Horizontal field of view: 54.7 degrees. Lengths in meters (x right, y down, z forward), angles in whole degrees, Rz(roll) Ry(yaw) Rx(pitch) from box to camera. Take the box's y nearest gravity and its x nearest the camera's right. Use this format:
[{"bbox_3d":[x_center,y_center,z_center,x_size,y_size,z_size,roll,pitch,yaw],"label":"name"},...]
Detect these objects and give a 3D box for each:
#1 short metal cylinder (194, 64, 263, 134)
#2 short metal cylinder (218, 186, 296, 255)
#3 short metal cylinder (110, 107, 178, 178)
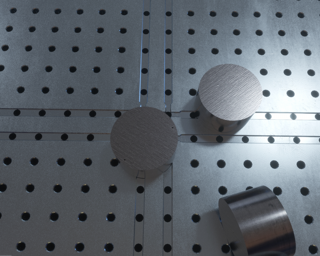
[{"bbox_3d":[0.089,-0.038,0.413,0.081,0.050,0.080,0,70,0],"label":"short metal cylinder"},{"bbox_3d":[0.104,0.110,0.344,0.050,0.080,0.080,-16,71,-6],"label":"short metal cylinder"},{"bbox_3d":[-0.019,0.019,0.391,0.081,0.050,0.080,0,70,-1],"label":"short metal cylinder"}]
